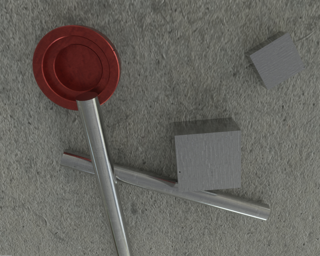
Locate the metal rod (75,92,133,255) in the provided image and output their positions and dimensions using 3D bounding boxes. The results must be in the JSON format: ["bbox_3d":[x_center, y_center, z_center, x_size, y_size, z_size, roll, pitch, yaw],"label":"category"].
[{"bbox_3d":[-0.067,0.094,0.419,0.025,0.025,0.298,-6,119,2],"label":"metal rod"}]

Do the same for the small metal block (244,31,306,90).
[{"bbox_3d":[0.141,-0.083,0.381,0.050,0.025,0.050,-31,108,10],"label":"small metal block"}]

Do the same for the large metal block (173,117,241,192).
[{"bbox_3d":[0.061,0.035,0.410,0.081,0.050,0.079,-5,110,1],"label":"large metal block"}]

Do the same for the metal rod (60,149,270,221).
[{"bbox_3d":[0.012,0.082,0.440,0.302,0.025,0.025,16,109,-7],"label":"metal rod"}]

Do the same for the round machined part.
[{"bbox_3d":[-0.096,-0.073,0.372,0.099,0.042,0.097,0,110,-1],"label":"round machined part"}]
